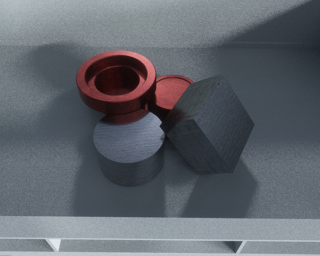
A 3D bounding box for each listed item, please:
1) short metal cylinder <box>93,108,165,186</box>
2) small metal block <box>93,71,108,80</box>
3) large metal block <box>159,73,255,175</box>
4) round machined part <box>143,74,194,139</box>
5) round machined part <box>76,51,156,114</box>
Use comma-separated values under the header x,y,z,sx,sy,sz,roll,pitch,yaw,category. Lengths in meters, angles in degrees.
x,y,z,sx,sy,sz,roll,pitch,yaw,category
-0.035,0.022,0.368,0.081,0.050,0.080,0,50,0,short metal cylinder
-0.082,-0.067,0.441,0.025,0.050,0.050,37,59,26,small metal block
0.058,-0.003,0.362,0.050,0.080,0.080,-13,33,46,large metal block
0.018,-0.035,0.419,0.099,0.042,0.098,0,50,0,round machined part
-0.054,-0.053,0.398,0.099,0.042,0.098,0,50,0,round machined part
